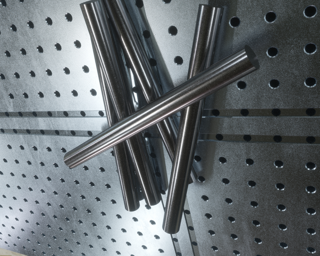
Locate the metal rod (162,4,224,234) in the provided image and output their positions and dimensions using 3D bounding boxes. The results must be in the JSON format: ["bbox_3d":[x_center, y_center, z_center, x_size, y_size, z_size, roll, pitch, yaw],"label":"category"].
[{"bbox_3d":[0.033,0.010,0.375,0.025,0.025,0.298,17,118,18],"label":"metal rod"}]

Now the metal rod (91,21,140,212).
[{"bbox_3d":[-0.060,0.000,0.441,0.025,0.025,0.298,8,122,24],"label":"metal rod"}]

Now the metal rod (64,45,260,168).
[{"bbox_3d":[-0.024,-0.009,0.369,0.299,0.025,0.025,-28,104,36],"label":"metal rod"}]

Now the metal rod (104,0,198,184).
[{"bbox_3d":[-0.016,-0.057,0.382,0.025,0.025,0.299,-11,113,32],"label":"metal rod"}]

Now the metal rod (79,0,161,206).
[{"bbox_3d":[-0.043,-0.012,0.409,0.025,0.025,0.298,3,125,26],"label":"metal rod"}]
